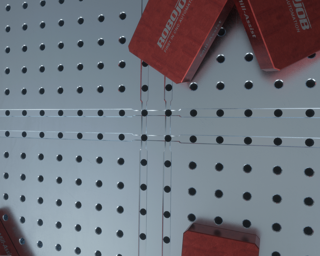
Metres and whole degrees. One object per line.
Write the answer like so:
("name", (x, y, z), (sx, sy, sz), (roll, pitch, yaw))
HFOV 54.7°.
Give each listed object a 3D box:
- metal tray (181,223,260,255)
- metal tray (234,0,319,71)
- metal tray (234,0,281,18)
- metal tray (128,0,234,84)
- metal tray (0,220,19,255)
("metal tray", (0.071, 0.194, 0.384), (0.090, 0.030, 0.129), (5, 92, 19))
("metal tray", (0.130, -0.136, 0.325), (0.090, 0.030, 0.129), (-27, 102, -5))
("metal tray", (0.125, -0.204, 0.365), (0.090, 0.030, 0.129), (34, 101, 16))
("metal tray", (0.026, -0.132, 0.383), (0.090, 0.030, 0.129), (37, 116, 17))
("metal tray", (-0.282, 0.215, 0.506), (0.090, 0.030, 0.130), (-37, 79, 15))
